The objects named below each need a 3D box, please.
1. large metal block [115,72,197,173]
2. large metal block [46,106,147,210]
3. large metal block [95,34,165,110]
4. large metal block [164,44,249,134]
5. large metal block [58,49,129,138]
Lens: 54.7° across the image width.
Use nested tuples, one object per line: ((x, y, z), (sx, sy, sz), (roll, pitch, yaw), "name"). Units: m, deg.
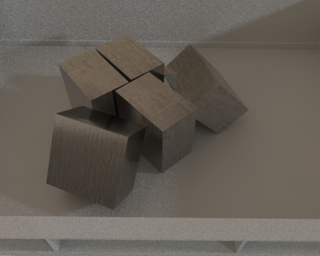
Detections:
((-0.005, -0.006, 0.372), (0.050, 0.080, 0.080), (-34, 58, -25), "large metal block")
((-0.068, 0.029, 0.334), (0.080, 0.079, 0.050), (17, 17, 13), "large metal block")
((-0.039, -0.067, 0.423), (0.050, 0.080, 0.080), (-32, 57, -24), "large metal block")
((0.058, -0.049, 0.401), (0.050, 0.080, 0.080), (-41, 51, 18), "large metal block")
((-0.081, -0.041, 0.401), (0.050, 0.080, 0.080), (-31, 57, -23), "large metal block")
